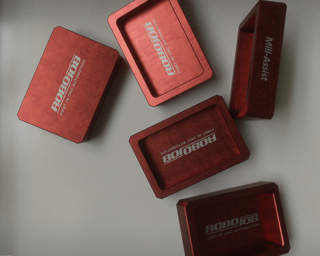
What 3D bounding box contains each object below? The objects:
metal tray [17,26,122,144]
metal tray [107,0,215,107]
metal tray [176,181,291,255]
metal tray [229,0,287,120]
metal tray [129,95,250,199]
[{"bbox_3d":[-0.116,-0.055,0.407,0.090,0.030,0.129,23,90,-1],"label":"metal tray"},{"bbox_3d":[0.002,-0.103,0.398,0.090,0.030,0.129,-26,91,14],"label":"metal tray"},{"bbox_3d":[0.093,0.123,0.388,0.131,0.030,0.089,-8,85,-18],"label":"metal tray"},{"bbox_3d":[0.116,-0.075,0.380,0.030,0.090,0.129,7,90,0],"label":"metal tray"},{"bbox_3d":[0.037,0.024,0.403,0.130,0.030,0.090,-26,90,4],"label":"metal tray"}]
